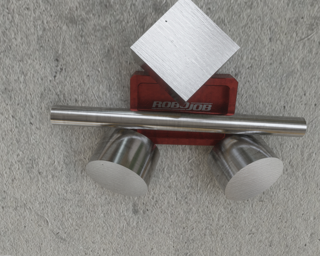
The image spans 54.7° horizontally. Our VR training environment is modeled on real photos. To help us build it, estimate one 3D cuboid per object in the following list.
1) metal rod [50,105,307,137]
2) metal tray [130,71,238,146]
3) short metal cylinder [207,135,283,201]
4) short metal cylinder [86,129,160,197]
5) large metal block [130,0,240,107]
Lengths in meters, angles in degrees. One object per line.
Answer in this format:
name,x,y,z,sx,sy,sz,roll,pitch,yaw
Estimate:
metal rod,0.023,-0.008,0.376,0.302,0.025,0.025,3,110,-2
metal tray,0.028,-0.025,0.400,0.131,0.030,0.089,2,110,-1
short metal cylinder,0.108,0.049,0.399,0.081,0.050,0.079,-14,135,-14
short metal cylinder,-0.046,0.045,0.394,0.080,0.050,0.080,13,143,11
large metal block,0.026,-0.082,0.345,0.080,0.050,0.080,45,87,2
